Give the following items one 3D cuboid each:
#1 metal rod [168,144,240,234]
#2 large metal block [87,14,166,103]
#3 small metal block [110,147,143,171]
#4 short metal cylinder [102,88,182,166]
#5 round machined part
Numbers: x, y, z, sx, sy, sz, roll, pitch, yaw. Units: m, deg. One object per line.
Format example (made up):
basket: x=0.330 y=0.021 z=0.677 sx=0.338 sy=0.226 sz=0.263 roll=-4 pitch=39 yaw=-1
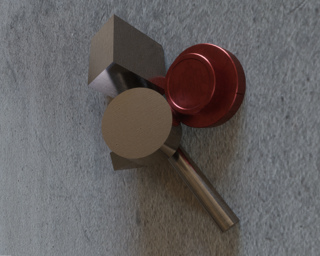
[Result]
metal rod: x=-0.003 y=0.003 z=0.408 sx=0.025 sy=0.025 sz=0.300 roll=-52 pitch=60 yaw=27
large metal block: x=-0.040 y=-0.080 z=0.388 sx=0.050 sy=0.080 sz=0.080 roll=-33 pitch=48 yaw=36
small metal block: x=-0.029 y=0.036 z=0.413 sx=0.050 sy=0.050 sz=0.025 roll=-26 pitch=73 yaw=36
short metal cylinder: x=-0.019 y=0.000 z=0.356 sx=0.080 sy=0.050 sz=0.080 roll=-4 pitch=73 yaw=15
round machined part: x=0.044 y=-0.049 z=0.357 sx=0.098 sy=0.042 sz=0.097 roll=0 pitch=90 yaw=39
